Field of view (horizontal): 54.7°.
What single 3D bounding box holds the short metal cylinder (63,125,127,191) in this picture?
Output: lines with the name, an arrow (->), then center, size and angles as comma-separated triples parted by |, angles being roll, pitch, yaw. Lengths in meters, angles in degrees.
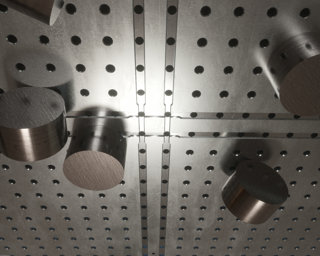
short metal cylinder -> -0.088, 0.042, 0.430 | 0.081, 0.050, 0.079 | 0, 130, 0

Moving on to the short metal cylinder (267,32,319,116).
short metal cylinder -> 0.168, -0.060, 0.347 | 0.081, 0.050, 0.079 | 0, 130, 0

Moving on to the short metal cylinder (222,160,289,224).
short metal cylinder -> 0.139, 0.093, 0.458 | 0.081, 0.080, 0.050 | 13, 129, -11

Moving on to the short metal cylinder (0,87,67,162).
short metal cylinder -> -0.153, -0.006, 0.368 | 0.081, 0.080, 0.050 | 5, 130, -5

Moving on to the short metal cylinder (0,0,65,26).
short metal cylinder -> -0.102, -0.134, 0.260 | 0.050, 0.080, 0.080 | 22, 127, -18
